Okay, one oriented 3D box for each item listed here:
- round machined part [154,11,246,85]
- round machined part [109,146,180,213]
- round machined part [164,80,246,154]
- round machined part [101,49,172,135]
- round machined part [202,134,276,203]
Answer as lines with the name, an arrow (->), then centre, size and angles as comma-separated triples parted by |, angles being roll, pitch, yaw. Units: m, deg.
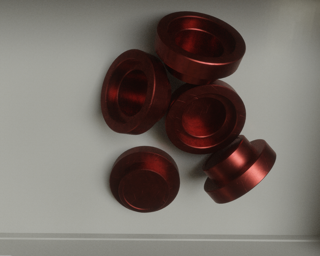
round machined part -> 0.042, -0.086, 0.348 | 0.099, 0.098, 0.042 | 11, 138, -4
round machined part -> -0.021, 0.078, 0.431 | 0.099, 0.042, 0.097 | 0, 110, 0
round machined part -> 0.053, -0.018, 0.389 | 0.099, 0.042, 0.097 | -3, 122, -5
round machined part -> -0.025, -0.040, 0.368 | 0.042, 0.098, 0.097 | 10, 115, -44
round machined part -> 0.092, 0.046, 0.391 | 0.098, 0.098, 0.042 | -41, 93, 13
